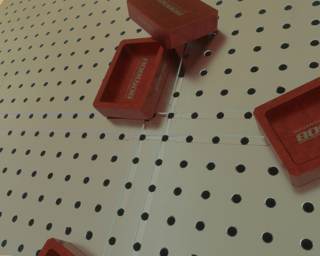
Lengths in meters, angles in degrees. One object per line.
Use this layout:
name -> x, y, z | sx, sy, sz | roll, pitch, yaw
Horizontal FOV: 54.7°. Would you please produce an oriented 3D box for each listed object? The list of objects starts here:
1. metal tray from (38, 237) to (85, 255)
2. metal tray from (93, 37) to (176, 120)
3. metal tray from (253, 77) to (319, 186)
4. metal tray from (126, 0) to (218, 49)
metal tray -> -0.098, 0.191, 0.337 | 0.130, 0.030, 0.090 | 19, 71, 34
metal tray -> -0.038, -0.078, 0.470 | 0.090, 0.030, 0.130 | 5, 64, 30
metal tray -> 0.176, -0.008, 0.317 | 0.130, 0.030, 0.090 | -27, 53, 11
metal tray -> 0.017, -0.177, 0.483 | 0.091, 0.030, 0.130 | -26, 49, -17
